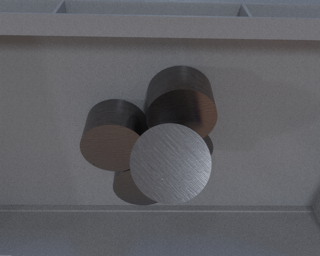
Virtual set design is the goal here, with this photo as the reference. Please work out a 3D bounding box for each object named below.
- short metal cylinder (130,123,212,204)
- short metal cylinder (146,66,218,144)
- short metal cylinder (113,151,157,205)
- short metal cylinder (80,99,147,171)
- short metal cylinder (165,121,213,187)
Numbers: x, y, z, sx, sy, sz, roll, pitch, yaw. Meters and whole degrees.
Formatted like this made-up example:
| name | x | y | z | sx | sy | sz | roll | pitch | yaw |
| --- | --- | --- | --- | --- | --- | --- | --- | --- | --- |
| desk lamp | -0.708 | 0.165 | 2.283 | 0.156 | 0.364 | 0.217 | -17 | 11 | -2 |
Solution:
| name | x | y | z | sx | sy | sz | roll | pitch | yaw |
| --- | --- | --- | --- | --- | --- | --- | --- | --- | --- |
| short metal cylinder | 0.013 | 0.035 | 0.328 | 0.080 | 0.050 | 0.079 | 0 | 90 | 6 |
| short metal cylinder | 0.024 | -0.026 | 0.368 | 0.081 | 0.050 | 0.079 | 0 | 130 | 0 |
| short metal cylinder | -0.025 | 0.067 | 0.446 | 0.081 | 0.050 | 0.079 | 0 | 130 | 0 |
| short metal cylinder | -0.057 | 0.010 | 0.398 | 0.081 | 0.050 | 0.079 | 0 | 130 | 0 |
| short metal cylinder | 0.022 | 0.033 | 0.400 | 0.081 | 0.080 | 0.050 | 10 | 129 | -9 |
